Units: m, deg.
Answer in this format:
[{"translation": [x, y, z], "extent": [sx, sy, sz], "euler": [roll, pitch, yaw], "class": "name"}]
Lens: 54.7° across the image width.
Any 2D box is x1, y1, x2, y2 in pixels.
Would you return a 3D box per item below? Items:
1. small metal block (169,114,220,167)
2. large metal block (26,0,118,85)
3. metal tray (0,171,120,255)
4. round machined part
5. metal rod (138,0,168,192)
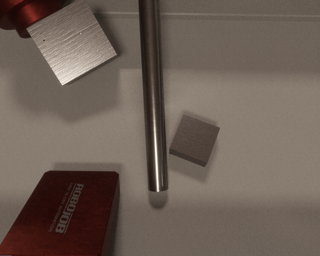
[{"translation": [0.045, 0.017, 0.404], "extent": [0.050, 0.025, 0.050], "euler": [21, 71, 7], "class": "small metal block"}, {"translation": [-0.112, -0.112, 0.413], "extent": [0.080, 0.050, 0.080], "euler": [-30, 101, -1], "class": "large metal block"}, {"translation": [-0.096, 0.094, 0.328], "extent": [0.091, 0.030, 0.130], "euler": [1, 26, 0], "class": "metal tray"}, {"translation": [-0.163, -0.152, 0.404], "extent": [0.098, 0.098, 0.042], "euler": [-32, 101, -11], "class": "round machined part"}, {"translation": [-0.009, -0.073, 0.373], "extent": [0.025, 0.025, 0.298], "euler": [-3, 94, -1], "class": "metal rod"}]
